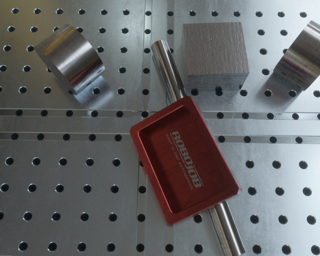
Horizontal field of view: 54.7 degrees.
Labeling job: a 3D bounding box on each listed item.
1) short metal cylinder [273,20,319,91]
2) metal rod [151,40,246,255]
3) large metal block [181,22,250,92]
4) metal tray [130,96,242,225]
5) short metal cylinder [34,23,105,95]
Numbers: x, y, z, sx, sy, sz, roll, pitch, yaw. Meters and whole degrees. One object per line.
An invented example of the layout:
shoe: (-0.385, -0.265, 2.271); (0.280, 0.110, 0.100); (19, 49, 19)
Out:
short metal cylinder: (0.200, -0.097, 0.419); (0.050, 0.080, 0.080); (38, 74, 12)
metal rod: (0.043, 0.013, 0.407); (0.025, 0.025, 0.299); (-16, 71, -6)
large metal block: (0.074, -0.099, 0.435); (0.081, 0.050, 0.080); (-2, 70, -1)
metal tray: (0.028, 0.038, 0.375); (0.090, 0.030, 0.130); (-29, 69, 13)
short metal cylinder: (-0.120, -0.091, 0.415); (0.080, 0.080, 0.050); (43, 76, 14)
